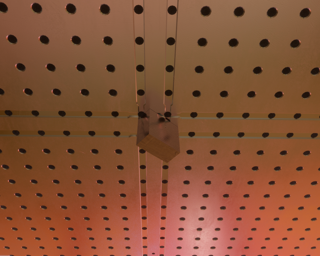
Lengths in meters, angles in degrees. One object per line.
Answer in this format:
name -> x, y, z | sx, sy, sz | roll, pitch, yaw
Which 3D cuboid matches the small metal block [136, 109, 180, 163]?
small metal block -> -0.002, 0.010, 0.404 | 0.050, 0.050, 0.025 | 33, 123, -25
